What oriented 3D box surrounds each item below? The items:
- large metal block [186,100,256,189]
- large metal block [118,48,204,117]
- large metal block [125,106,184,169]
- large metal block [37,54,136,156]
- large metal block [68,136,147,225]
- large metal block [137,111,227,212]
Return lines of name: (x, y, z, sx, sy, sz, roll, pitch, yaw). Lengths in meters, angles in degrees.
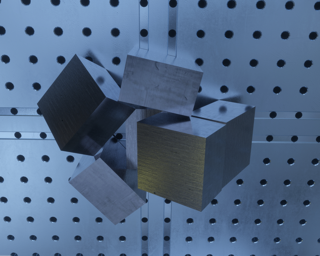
large metal block: (0.074, 0.016, 0.382, 0.050, 0.081, 0.079, 14, 114, 35)
large metal block: (0.001, -0.057, 0.363, 0.080, 0.080, 0.050, 12, 110, -4)
large metal block: (-0.001, 0.007, 0.402, 0.080, 0.050, 0.079, 1, 110, -1)
large metal block: (-0.089, -0.026, 0.367, 0.080, 0.080, 0.050, -47, 148, 15)
large metal block: (-0.062, 0.063, 0.405, 0.050, 0.080, 0.080, -38, 106, 12)
large metal block: (0.023, 0.032, 0.338, 0.080, 0.050, 0.079, 13, 113, 31)
